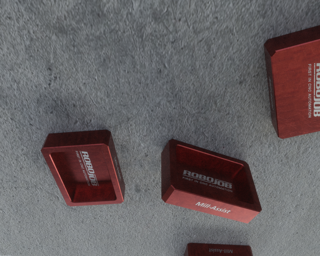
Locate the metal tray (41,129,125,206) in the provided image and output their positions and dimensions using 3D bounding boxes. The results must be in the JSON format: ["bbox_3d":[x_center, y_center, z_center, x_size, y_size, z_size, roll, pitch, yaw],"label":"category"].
[{"bbox_3d":[-0.107,0.063,0.455,0.091,0.030,0.129,-4,130,3],"label":"metal tray"}]

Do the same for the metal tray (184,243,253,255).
[{"bbox_3d":[0.116,0.277,0.641,0.131,0.030,0.089,4,130,-4],"label":"metal tray"}]

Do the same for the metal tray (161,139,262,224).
[{"bbox_3d":[0.067,0.072,0.425,0.131,0.090,0.030,18,128,-15],"label":"metal tray"}]

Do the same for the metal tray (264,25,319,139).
[{"bbox_3d":[0.177,-0.051,0.362,0.090,0.030,0.129,-14,129,11],"label":"metal tray"}]
